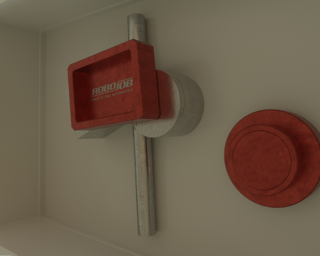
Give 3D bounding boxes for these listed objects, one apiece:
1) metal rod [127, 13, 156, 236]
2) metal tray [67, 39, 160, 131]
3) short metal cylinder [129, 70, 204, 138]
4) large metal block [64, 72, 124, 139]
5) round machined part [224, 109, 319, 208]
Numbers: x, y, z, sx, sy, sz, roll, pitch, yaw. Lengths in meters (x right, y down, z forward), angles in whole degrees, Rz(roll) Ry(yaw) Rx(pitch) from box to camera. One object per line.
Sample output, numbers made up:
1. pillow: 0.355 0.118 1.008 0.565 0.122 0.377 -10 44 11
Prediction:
1. metal rod: -0.025 -0.006 0.425 0.025 0.025 0.298 -5 87 39
2. metal tray: -0.063 -0.048 0.387 0.130 0.030 0.089 -8 85 39
3. short metal cylinder: 0.007 -0.029 0.383 0.080 0.050 0.079 0 90 39
4. large metal block: -0.091 -0.036 0.463 0.080 0.050 0.080 -29 72 36
5. round machined part: 0.107 0.030 0.306 0.098 0.042 0.097 0 90 39
